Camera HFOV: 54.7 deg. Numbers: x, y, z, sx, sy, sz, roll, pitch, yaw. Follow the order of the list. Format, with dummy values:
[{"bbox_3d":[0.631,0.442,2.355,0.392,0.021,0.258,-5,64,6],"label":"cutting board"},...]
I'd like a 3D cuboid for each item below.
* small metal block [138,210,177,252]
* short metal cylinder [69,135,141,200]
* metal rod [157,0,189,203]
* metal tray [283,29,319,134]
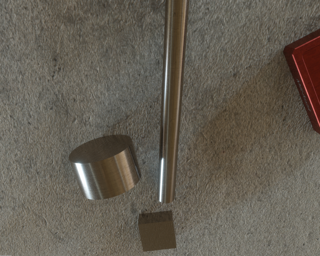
[{"bbox_3d":[-0.003,0.155,0.467,0.050,0.025,0.050,-7,110,2],"label":"small metal block"},{"bbox_3d":[-0.069,0.048,0.397,0.080,0.080,0.050,-12,110,4],"label":"short metal cylinder"},{"bbox_3d":[0.014,-0.033,0.381,0.025,0.025,0.298,2,117,-1],"label":"metal rod"},{"bbox_3d":[0.223,-0.062,0.387,0.090,0.030,0.130,-27,108,9],"label":"metal tray"}]
